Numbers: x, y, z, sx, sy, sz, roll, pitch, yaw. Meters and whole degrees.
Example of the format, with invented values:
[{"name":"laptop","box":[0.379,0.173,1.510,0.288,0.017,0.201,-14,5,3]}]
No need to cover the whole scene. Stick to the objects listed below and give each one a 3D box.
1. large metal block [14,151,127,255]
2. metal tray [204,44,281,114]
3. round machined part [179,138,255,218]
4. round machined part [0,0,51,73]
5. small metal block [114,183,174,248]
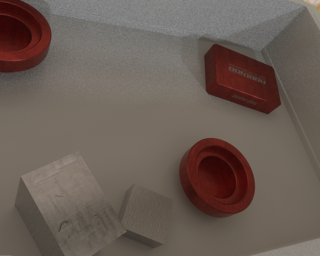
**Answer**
[{"name":"large metal block","box":[-0.084,0.080,0.277,0.050,0.080,0.080,-26,76,-37]},{"name":"metal tray","box":[0.141,-0.084,0.532,0.131,0.030,0.090,16,55,-20]},{"name":"round machined part","box":[0.068,0.065,0.393,0.099,0.042,0.098,14,56,-21]},{"name":"round machined part","box":[-0.181,-0.104,0.361,0.099,0.042,0.098,14,56,-21]},{"name":"small metal block","box":[-0.017,0.096,0.339,0.050,0.025,0.050,27,52,-12]}]
